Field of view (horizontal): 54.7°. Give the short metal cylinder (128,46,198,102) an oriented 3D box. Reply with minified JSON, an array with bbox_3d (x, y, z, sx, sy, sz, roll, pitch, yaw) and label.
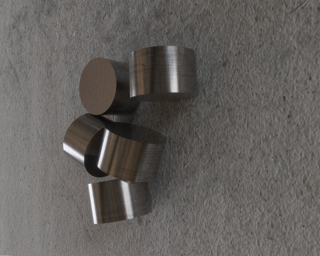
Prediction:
[{"bbox_3d":[0.004,-0.061,0.366,0.080,0.081,0.050,-4,88,40],"label":"short metal cylinder"}]

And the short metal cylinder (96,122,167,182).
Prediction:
[{"bbox_3d":[-0.037,0.029,0.399,0.080,0.081,0.050,25,106,37],"label":"short metal cylinder"}]

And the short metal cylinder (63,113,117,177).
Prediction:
[{"bbox_3d":[-0.088,0.023,0.442,0.050,0.081,0.079,26,106,37],"label":"short metal cylinder"}]

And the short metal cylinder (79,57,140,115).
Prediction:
[{"bbox_3d":[-0.071,-0.058,0.448,0.080,0.050,0.080,0,90,40],"label":"short metal cylinder"}]

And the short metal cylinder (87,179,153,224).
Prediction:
[{"bbox_3d":[-0.053,0.093,0.413,0.080,0.081,0.050,-17,79,39],"label":"short metal cylinder"}]
